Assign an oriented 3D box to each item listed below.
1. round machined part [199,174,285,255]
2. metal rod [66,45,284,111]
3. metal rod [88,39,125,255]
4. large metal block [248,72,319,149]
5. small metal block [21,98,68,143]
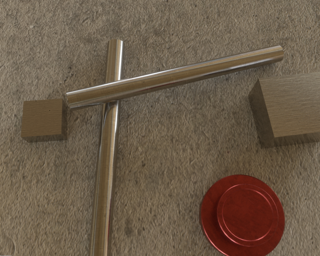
[{"bbox_3d":[0.098,0.102,0.363,0.099,0.042,0.098,0,70,-1],"label":"round machined part"},{"bbox_3d":[0.029,-0.071,0.417,0.302,0.025,0.025,-15,71,-13],"label":"metal rod"},{"bbox_3d":[-0.067,0.018,0.400,0.025,0.025,0.299,1,70,0],"label":"metal rod"},{"bbox_3d":[0.170,-0.022,0.405,0.081,0.050,0.080,-7,70,-3],"label":"large metal block"},{"bbox_3d":[-0.152,-0.010,0.410,0.050,0.025,0.050,-4,70,-2],"label":"small metal block"}]
